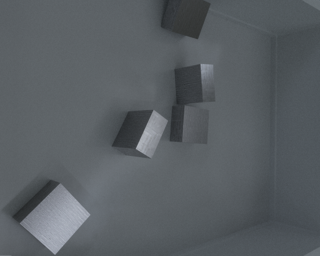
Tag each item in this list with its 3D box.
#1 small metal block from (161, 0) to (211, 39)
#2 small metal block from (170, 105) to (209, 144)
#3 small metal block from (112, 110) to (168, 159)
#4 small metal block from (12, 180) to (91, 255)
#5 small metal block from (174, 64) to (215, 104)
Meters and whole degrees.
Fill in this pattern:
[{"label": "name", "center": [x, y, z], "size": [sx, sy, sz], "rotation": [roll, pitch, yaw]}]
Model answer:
[{"label": "small metal block", "center": [0.035, -0.154, 0.422], "size": [0.050, 0.025, 0.050], "rotation": [2, 116, -40]}, {"label": "small metal block", "center": [0.043, -0.004, 0.442], "size": [0.050, 0.025, 0.050], "rotation": [7, 86, -40]}, {"label": "small metal block", "center": [-0.024, 0.007, 0.370], "size": [0.025, 0.050, 0.050], "rotation": [37, 68, -34]}, {"label": "small metal block", "center": [-0.109, 0.090, 0.315], "size": [0.050, 0.025, 0.050], "rotation": [-48, 119, -29]}, {"label": "small metal block", "center": [0.048, -0.060, 0.430], "size": [0.025, 0.050, 0.050], "rotation": [-7, 95, -40]}]
